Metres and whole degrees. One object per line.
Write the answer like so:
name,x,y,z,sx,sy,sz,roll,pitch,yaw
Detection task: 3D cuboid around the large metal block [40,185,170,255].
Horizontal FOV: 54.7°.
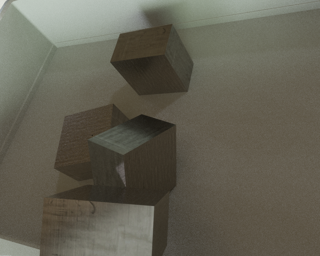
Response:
large metal block,-0.038,0.079,0.254,0.080,0.080,0.050,2,86,9

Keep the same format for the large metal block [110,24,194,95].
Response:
large metal block,-0.008,-0.091,0.430,0.080,0.080,0.050,-1,61,28

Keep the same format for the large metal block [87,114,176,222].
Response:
large metal block,-0.026,0.040,0.339,0.050,0.079,0.081,18,32,35

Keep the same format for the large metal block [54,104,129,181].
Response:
large metal block,-0.089,0.021,0.423,0.080,0.050,0.080,-12,57,21
